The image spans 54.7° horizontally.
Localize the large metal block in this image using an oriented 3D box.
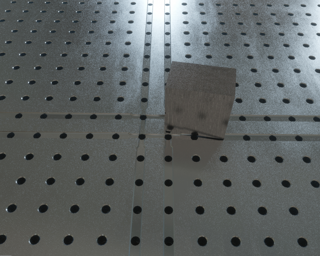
[{"bbox_3d":[0.050,-0.035,0.402,0.080,0.080,0.050,8,51,6],"label":"large metal block"}]
